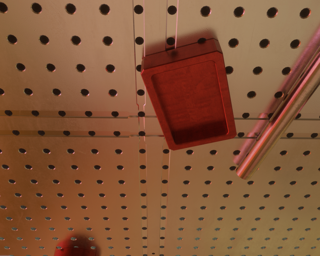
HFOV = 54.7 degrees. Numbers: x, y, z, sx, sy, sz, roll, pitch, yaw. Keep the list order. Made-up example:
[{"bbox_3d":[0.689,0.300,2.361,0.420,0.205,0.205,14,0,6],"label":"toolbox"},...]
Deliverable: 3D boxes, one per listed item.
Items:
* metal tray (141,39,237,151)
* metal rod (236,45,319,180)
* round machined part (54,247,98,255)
[{"bbox_3d":[0.039,-0.034,0.379,0.090,0.030,0.129,-13,129,10],"label":"metal tray"},{"bbox_3d":[0.170,-0.040,0.380,0.025,0.025,0.298,13,129,-11],"label":"metal rod"},{"bbox_3d":[-0.177,0.294,0.649,0.099,0.042,0.097,-1,130,0],"label":"round machined part"}]
